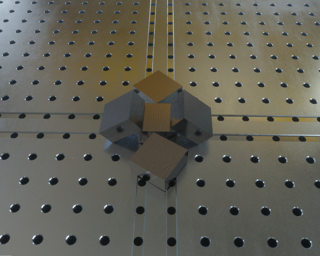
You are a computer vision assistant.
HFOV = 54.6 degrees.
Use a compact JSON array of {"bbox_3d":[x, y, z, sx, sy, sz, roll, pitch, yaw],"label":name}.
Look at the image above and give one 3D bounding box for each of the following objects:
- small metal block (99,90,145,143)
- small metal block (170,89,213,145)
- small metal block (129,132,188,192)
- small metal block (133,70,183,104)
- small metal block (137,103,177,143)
[{"bbox_3d":[-0.049,-0.015,0.404,0.050,0.025,0.050,-23,44,29],"label":"small metal block"},{"bbox_3d":[0.041,-0.014,0.402,0.050,0.025,0.050,30,43,-28],"label":"small metal block"},{"bbox_3d":[-0.001,0.040,0.374,0.050,0.025,0.050,27,55,22],"label":"small metal block"},{"bbox_3d":[-0.003,-0.052,0.452,0.050,0.025,0.050,-36,58,-27],"label":"small metal block"},{"bbox_3d":[-0.003,-0.006,0.413,0.050,0.025,0.050,1,49,1],"label":"small metal block"}]
